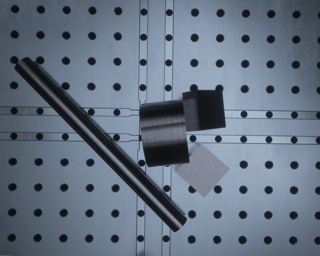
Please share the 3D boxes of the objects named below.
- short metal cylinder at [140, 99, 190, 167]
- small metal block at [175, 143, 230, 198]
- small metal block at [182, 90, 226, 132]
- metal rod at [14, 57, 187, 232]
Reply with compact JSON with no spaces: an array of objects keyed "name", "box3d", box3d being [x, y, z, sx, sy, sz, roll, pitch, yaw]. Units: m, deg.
[{"name":"short metal cylinder","box3d":[0.007,0.007,0.384,0.050,0.080,0.079,-6,90,5]},{"name":"small metal block","box3d":[0.056,0.055,0.414,0.050,0.025,0.050,42,90,-1]},{"name":"small metal block","box3d":[0.058,-0.023,0.401,0.050,0.025,0.050,-6,90,-42]},{"name":"metal rod","box3d":[-0.078,0.022,0.412,0.025,0.025,0.300,-44,91,0]}]
